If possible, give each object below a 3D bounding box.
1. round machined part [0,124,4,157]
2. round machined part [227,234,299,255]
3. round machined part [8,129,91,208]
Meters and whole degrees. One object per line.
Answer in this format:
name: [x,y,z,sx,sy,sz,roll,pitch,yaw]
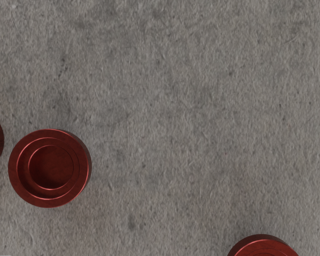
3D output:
round machined part: [-0.260,0.017,0.398,0.099,0.042,0.097,0,90,-1]
round machined part: [0.132,0.186,0.403,0.099,0.042,0.097,0,90,-1]
round machined part: [-0.137,0.049,0.400,0.099,0.042,0.097,0,90,-1]
